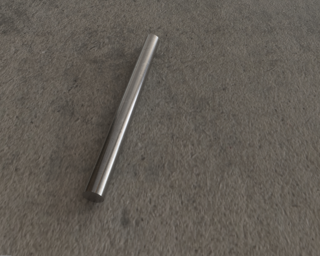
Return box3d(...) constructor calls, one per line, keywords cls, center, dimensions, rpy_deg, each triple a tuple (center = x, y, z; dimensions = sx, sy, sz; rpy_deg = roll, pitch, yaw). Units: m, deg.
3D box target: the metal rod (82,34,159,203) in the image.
box3d(cls="metal rod", center=(-0.043, -0.037, 0.433), dimensions=(0.025, 0.025, 0.300), rpy_deg=(9, 50, 7))
